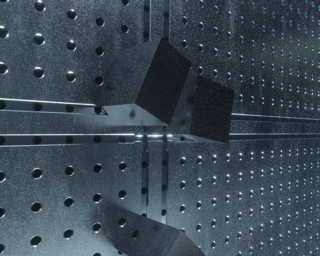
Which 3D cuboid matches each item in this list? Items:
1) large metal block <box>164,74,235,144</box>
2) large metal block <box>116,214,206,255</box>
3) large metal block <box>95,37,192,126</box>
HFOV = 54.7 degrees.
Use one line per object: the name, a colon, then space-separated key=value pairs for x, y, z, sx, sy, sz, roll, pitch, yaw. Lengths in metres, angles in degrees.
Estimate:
large metal block: x=0.057 y=-0.024 z=0.443 sx=0.081 sy=0.050 sz=0.080 roll=14 pitch=81 yaw=-40
large metal block: x=0.007 y=0.159 z=0.381 sx=0.080 sy=0.080 sz=0.050 roll=52 pitch=59 yaw=-28
large metal block: x=-0.020 y=-0.049 z=0.358 sx=0.050 sy=0.080 sz=0.080 roll=32 pitch=70 yaw=-36
